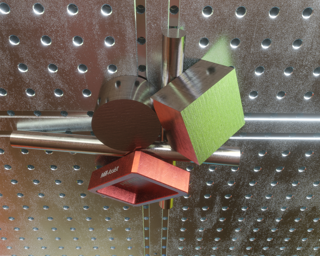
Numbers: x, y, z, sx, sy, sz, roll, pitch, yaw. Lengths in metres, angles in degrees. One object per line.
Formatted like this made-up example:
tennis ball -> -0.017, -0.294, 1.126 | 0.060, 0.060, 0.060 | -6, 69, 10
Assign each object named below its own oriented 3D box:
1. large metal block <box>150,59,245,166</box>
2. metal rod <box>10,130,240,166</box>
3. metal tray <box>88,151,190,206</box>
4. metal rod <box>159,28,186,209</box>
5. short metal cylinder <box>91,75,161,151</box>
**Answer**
large metal block -> 0.046, -0.019, 0.353 | 0.080, 0.050, 0.080 | -39, 131, -20
metal rod -> -0.049, 0.026, 0.411 | 0.302, 0.025, 0.025 | 4, 130, 5
metal tray -> -0.033, 0.077, 0.440 | 0.090, 0.030, 0.130 | 27, 146, -28
metal rod -> 0.013, 0.013, 0.423 | 0.025, 0.025, 0.298 | 0, 131, -1
short metal cylinder -> -0.039, -0.017, 0.380 | 0.081, 0.050, 0.079 | 0, 130, 0
